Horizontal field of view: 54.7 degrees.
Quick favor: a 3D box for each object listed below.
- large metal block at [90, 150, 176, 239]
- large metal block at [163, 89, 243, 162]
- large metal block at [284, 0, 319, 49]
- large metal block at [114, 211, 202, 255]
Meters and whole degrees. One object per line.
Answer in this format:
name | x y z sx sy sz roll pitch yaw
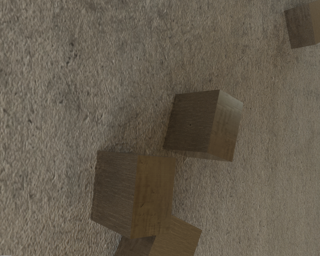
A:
large metal block | -0.031 0.068 0.343 0.050 0.080 0.080 9 85 -40
large metal block | 0.057 -0.002 0.416 0.050 0.080 0.080 22 76 -38
large metal block | 0.310 -0.218 0.647 0.081 0.050 0.080 -29 108 -36
large metal block | -0.002 0.147 0.382 0.080 0.050 0.080 38 67 -40
